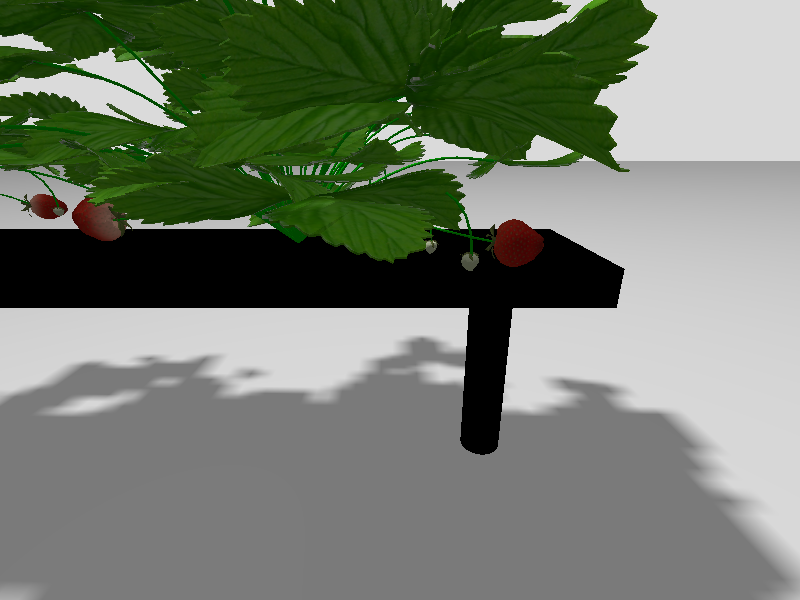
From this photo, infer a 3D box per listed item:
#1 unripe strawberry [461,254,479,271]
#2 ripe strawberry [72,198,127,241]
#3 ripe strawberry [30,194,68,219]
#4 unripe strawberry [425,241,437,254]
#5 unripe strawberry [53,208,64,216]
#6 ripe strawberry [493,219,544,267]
[{"bbox_3d":[0.046,-0.025,0.262,0.011,0.011,0.011,14,25,33],"label":"unripe strawberry"},{"bbox_3d":[-0.275,-0.074,0.364,0.042,0.041,0.039,1,21,5],"label":"ripe strawberry"},{"bbox_3d":[-0.407,-0.108,0.465,0.033,0.028,0.033,-2,16,-44],"label":"ripe strawberry"},{"bbox_3d":[0.024,-0.041,0.315,0.010,0.010,0.011,7,22,18],"label":"unripe strawberry"},{"bbox_3d":[-0.388,-0.100,0.456,0.010,0.010,0.009,-15,25,-34],"label":"unripe strawberry"},{"bbox_3d":[0.085,-0.040,0.285,0.034,0.033,0.032,9,22,20],"label":"ripe strawberry"}]
